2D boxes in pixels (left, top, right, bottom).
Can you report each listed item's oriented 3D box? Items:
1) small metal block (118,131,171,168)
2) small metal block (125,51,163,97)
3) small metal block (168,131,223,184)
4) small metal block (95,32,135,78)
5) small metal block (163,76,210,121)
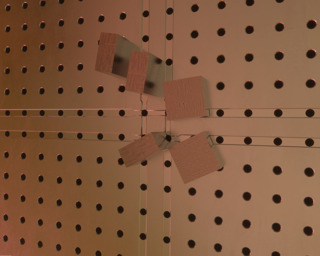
[{"bbox_3d":[-0.018,0.027,0.405,0.050,0.050,0.025,-28,81,17],"label":"small metal block"},{"bbox_3d":[-0.020,-0.070,0.405,0.025,0.050,0.050,11,94,19],"label":"small metal block"},{"bbox_3d":[0.046,0.037,0.396,0.050,0.025,0.050,-27,81,17],"label":"small metal block"},{"bbox_3d":[-0.060,-0.097,0.419,0.025,0.050,0.050,12,94,19],"label":"small metal block"},{"bbox_3d":[0.034,-0.037,0.400,0.050,0.025,0.050,-7,88,19],"label":"small metal block"}]
